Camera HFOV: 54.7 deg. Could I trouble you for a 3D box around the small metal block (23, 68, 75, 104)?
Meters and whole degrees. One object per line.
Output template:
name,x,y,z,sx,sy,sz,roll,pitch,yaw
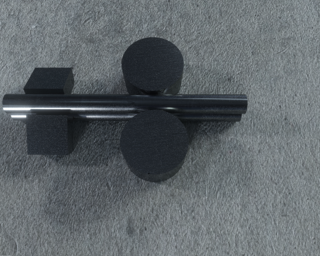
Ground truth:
small metal block,-0.148,-0.058,0.419,0.050,0.025,0.050,0,43,0

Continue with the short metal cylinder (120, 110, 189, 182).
short metal cylinder,-0.006,0.024,0.387,0.081,0.050,0.080,0,70,0

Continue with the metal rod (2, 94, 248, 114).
metal rod,-0.043,-0.031,0.394,0.302,0.025,0.025,0,70,0

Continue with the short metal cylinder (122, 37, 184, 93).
short metal cylinder,-0.009,-0.076,0.423,0.081,0.050,0.080,0,70,0

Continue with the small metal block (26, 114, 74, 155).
small metal block,-0.139,0.007,0.395,0.050,0.025,0.050,1,97,-1

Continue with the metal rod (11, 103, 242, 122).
metal rod,-0.044,-0.022,0.417,0.302,0.025,0.025,0,70,0
